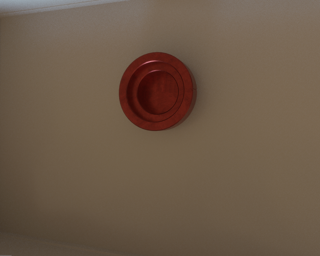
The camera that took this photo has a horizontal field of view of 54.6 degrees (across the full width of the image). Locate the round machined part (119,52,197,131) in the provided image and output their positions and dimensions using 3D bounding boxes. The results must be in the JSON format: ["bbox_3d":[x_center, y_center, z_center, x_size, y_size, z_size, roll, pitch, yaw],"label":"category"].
[{"bbox_3d":[0.000,-0.045,0.402,0.098,0.042,0.097,0,90,20],"label":"round machined part"}]
